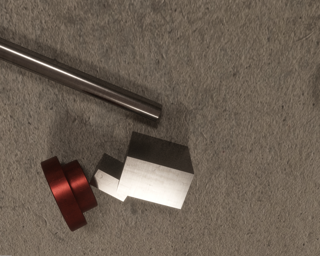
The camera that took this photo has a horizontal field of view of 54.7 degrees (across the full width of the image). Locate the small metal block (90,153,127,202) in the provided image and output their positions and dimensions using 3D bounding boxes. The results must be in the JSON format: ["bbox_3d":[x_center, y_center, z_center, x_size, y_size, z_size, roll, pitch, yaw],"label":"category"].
[{"bbox_3d":[-0.063,0.065,0.420,0.050,0.050,0.025,30,106,-11],"label":"small metal block"}]

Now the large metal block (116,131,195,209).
[{"bbox_3d":[-0.006,0.051,0.399,0.080,0.080,0.050,16,109,-6],"label":"large metal block"}]

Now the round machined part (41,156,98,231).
[{"bbox_3d":[-0.115,0.080,0.405,0.042,0.098,0.097,-24,111,-19],"label":"round machined part"}]

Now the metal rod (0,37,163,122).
[{"bbox_3d":[-0.140,-0.075,0.380,0.302,0.025,0.025,22,109,-9],"label":"metal rod"}]
